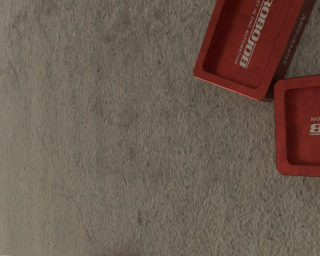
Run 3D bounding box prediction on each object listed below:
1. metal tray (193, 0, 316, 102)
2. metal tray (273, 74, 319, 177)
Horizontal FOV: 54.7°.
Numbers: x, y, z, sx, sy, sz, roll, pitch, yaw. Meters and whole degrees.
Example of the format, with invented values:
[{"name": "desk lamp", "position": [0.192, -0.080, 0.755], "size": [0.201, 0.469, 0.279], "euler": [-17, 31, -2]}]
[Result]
[{"name": "metal tray", "position": [0.096, -0.102, 0.322], "size": [0.090, 0.030, 0.129], "euler": [29, 108, 36]}, {"name": "metal tray", "position": [0.168, -0.003, 0.262], "size": [0.130, 0.030, 0.089], "euler": [-3, 88, 40]}]
